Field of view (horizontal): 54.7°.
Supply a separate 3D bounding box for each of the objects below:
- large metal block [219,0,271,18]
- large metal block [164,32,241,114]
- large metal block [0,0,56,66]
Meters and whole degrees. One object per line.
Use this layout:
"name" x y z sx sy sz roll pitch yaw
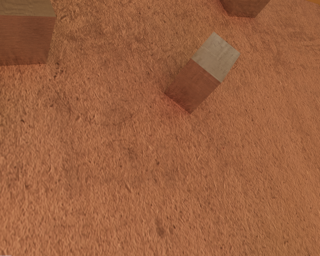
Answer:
"large metal block" 0.170 -0.282 0.651 0.081 0.050 0.080 -10 67 -32
"large metal block" 0.061 -0.079 0.449 0.050 0.080 0.080 39 51 -2
"large metal block" -0.170 -0.115 0.347 0.081 0.080 0.050 -11 68 -33
